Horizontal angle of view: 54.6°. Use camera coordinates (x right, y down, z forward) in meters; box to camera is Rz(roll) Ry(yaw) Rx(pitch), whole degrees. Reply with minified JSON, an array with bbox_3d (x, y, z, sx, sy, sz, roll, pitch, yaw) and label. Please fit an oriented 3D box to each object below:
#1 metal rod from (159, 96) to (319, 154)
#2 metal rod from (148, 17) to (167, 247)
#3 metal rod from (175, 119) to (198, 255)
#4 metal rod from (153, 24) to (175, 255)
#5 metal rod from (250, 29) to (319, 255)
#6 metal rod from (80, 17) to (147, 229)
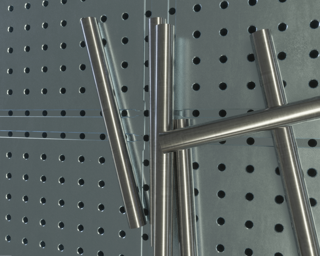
[{"bbox_3d":[0.147,-0.016,0.335,0.301,0.025,0.025,-13,86,10],"label":"metal rod"},{"bbox_3d":[-0.002,0.006,0.413,0.025,0.025,0.298,-1,90,20],"label":"metal rod"},{"bbox_3d":[0.035,0.138,0.400,0.025,0.025,0.298,-4,89,20],"label":"metal rod"},{"bbox_3d":[0.005,0.022,0.388,0.025,0.025,0.298,0,90,20],"label":"metal rod"},{"bbox_3d":[0.148,0.033,0.360,0.025,0.025,0.299,-12,86,19],"label":"metal rod"},{"bbox_3d":[-0.067,-0.011,0.436,0.025,0.025,0.299,-16,85,19],"label":"metal rod"}]
